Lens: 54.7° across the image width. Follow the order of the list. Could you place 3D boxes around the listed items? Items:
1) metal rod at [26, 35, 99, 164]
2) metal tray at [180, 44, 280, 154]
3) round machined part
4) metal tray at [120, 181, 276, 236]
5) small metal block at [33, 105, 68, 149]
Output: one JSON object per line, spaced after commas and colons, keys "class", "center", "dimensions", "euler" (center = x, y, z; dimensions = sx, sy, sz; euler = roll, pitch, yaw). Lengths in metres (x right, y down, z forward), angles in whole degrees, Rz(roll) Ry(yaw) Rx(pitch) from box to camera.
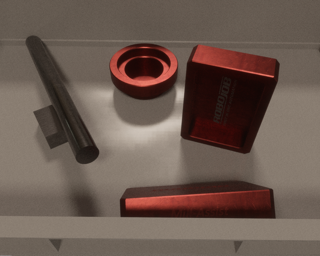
{"class": "metal rod", "center": [-0.145, -0.058, 0.424], "dimensions": [0.025, 0.025, 0.300], "euler": [-22, 45, -18]}
{"class": "metal tray", "center": [0.075, -0.028, 0.361], "dimensions": [0.090, 0.129, 0.030], "euler": [14, 52, 11]}
{"class": "round machined part", "center": [-0.023, -0.080, 0.461], "dimensions": [0.099, 0.042, 0.098], "euler": [0, 50, 0]}
{"class": "metal tray", "center": [0.031, 0.074, 0.300], "dimensions": [0.131, 0.090, 0.030], "euler": [-3, 85, -3]}
{"class": "small metal block", "center": [-0.131, -0.007, 0.409], "dimensions": [0.050, 0.025, 0.050], "euler": [-25, 55, -20]}
